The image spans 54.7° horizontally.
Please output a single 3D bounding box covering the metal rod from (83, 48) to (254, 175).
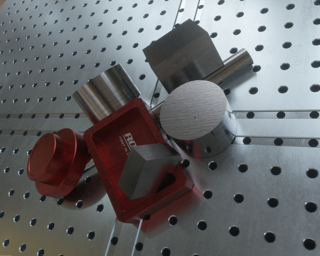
[{"bbox_3d":[-0.010,-0.013,0.424,0.300,0.025,0.025,-33,52,7],"label":"metal rod"}]

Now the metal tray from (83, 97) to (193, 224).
[{"bbox_3d":[-0.030,0.038,0.379,0.090,0.030,0.130,-33,64,7],"label":"metal tray"}]

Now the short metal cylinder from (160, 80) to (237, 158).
[{"bbox_3d":[0.047,-0.010,0.373,0.080,0.050,0.080,-13,56,21],"label":"short metal cylinder"}]

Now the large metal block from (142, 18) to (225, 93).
[{"bbox_3d":[0.028,-0.097,0.422,0.080,0.050,0.080,-32,32,7],"label":"large metal block"}]

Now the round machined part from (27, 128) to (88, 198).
[{"bbox_3d":[-0.147,0.045,0.431,0.098,0.042,0.098,-22,54,35],"label":"round machined part"}]

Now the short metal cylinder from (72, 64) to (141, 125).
[{"bbox_3d":[-0.074,-0.046,0.433,0.080,0.050,0.080,-33,8,6],"label":"short metal cylinder"}]

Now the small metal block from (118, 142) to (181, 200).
[{"bbox_3d":[-0.011,0.045,0.333,0.025,0.050,0.050,40,120,37],"label":"small metal block"}]
